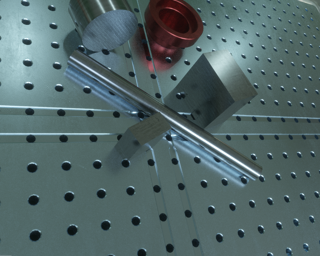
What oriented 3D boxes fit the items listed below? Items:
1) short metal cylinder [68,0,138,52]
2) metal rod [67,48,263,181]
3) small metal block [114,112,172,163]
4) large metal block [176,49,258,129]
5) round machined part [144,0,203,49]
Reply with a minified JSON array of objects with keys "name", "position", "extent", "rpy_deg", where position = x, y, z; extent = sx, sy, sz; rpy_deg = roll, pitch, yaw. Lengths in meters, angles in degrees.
[{"name":"short metal cylinder","position":[-0.077,-0.150,0.424],"extent":[0.081,0.080,0.050],"rpy_deg":[-15,70,-35]},{"name":"metal rod","position":[0.012,-0.014,0.424],"extent":[0.301,0.025,0.025],"rpy_deg":[32,51,-8]},{"name":"small metal block","position":[-0.021,0.012,0.375],"extent":[0.050,0.050,0.025],"rpy_deg":[-30,79,-38]},{"name":"large metal block","position":[0.080,-0.055,0.451],"extent":[0.050,0.080,0.080],"rpy_deg":[-19,72,-35]},{"name":"round machined part","position":[0.019,-0.171,0.514],"extent":[0.099,0.042,0.098],"rpy_deg":[14,56,-21]}]
